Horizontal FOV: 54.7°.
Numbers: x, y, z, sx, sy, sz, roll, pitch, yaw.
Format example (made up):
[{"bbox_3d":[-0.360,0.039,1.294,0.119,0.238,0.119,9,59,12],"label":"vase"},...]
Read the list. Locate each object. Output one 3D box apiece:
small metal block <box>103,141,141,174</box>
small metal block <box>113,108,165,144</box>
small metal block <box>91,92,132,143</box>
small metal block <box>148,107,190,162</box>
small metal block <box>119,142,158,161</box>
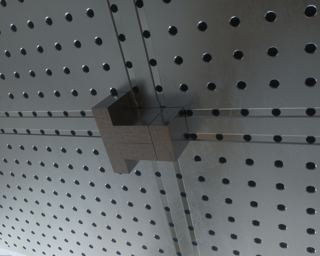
[{"bbox_3d":[-0.048,0.029,0.436,0.025,0.050,0.050,0,118,28],"label":"small metal block"},{"bbox_3d":[-0.023,-0.004,0.403,0.050,0.050,0.025,0,118,28],"label":"small metal block"},{"bbox_3d":[-0.060,-0.015,0.415,0.025,0.050,0.050,0,118,28],"label":"small metal block"},{"bbox_3d":[0.013,0.007,0.390,0.025,0.050,0.050,0,118,28],"label":"small metal block"},{"bbox_3d":[-0.018,0.018,0.413,0.050,0.050,0.025,0,118,28],"label":"small metal block"}]
